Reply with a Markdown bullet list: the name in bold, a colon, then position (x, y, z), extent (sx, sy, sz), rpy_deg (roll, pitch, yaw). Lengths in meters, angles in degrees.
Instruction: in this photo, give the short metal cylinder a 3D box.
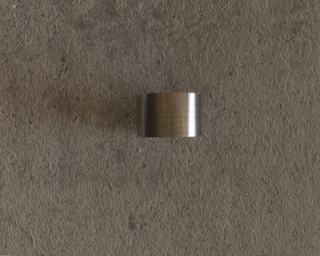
- **short metal cylinder**: position (0.011, -0.015, 0.384), extent (0.081, 0.080, 0.050), rpy_deg (-1, 90, -1)
